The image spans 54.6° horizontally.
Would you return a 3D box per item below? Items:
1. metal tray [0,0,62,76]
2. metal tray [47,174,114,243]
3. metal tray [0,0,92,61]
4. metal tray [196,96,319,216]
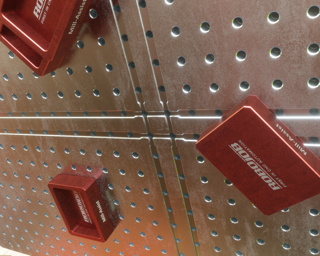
[{"bbox_3d":[-0.158,-0.142,0.404,0.090,0.030,0.129,43,129,-2],"label":"metal tray"},{"bbox_3d":[-0.146,0.149,0.578,0.090,0.030,0.129,1,119,27],"label":"metal tray"},{"bbox_3d":[-0.126,-0.151,0.341,0.090,0.030,0.129,40,127,0],"label":"metal tray"},{"bbox_3d":[0.119,0.036,0.368,0.130,0.030,0.090,44,129,-3],"label":"metal tray"}]
